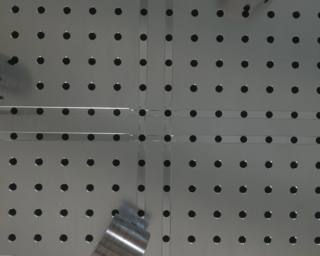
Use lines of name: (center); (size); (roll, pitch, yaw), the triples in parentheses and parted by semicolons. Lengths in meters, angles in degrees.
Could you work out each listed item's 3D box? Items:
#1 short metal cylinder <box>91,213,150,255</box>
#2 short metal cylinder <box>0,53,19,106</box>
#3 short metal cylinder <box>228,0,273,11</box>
short metal cylinder: (-0.054, 0.155, 0.385); (0.050, 0.080, 0.080); (31, 90, -1)
short metal cylinder: (-0.233, -0.066, 0.398); (0.081, 0.050, 0.079); (0, 90, -1)
short metal cylinder: (0.125, -0.201, 0.402); (0.081, 0.050, 0.079); (0, 90, -1)
